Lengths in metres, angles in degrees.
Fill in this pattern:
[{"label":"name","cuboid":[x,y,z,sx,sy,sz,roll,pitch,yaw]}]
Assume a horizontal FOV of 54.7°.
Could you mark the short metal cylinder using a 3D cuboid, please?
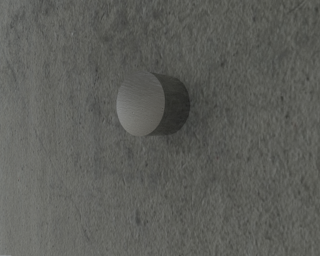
[{"label":"short metal cylinder","cuboid":[-0.009,-0.030,0.394,0.080,0.050,0.079,0,90,39]}]
